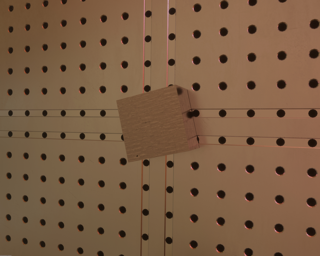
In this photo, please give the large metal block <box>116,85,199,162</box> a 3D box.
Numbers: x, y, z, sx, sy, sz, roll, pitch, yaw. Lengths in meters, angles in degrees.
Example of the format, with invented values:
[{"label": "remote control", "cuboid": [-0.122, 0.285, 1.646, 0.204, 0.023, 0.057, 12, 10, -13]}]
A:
[{"label": "large metal block", "cuboid": [-0.002, -0.004, 0.399, 0.080, 0.050, 0.080, -13, 86, 19]}]
